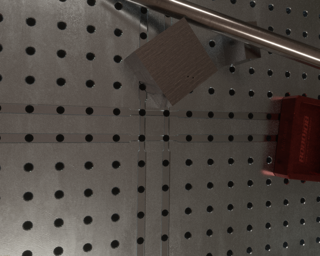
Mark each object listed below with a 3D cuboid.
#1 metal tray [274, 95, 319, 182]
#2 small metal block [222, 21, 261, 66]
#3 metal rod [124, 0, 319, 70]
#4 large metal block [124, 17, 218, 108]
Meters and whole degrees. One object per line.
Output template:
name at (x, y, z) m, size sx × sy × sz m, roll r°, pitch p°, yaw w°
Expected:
metal tray at (0.237, 0.019, 0.499) m, size 0.091 × 0.030 × 0.129 m, roll 9°, pitch 87°, yaw -20°
small metal block at (0.115, -0.120, 0.443) m, size 0.025 × 0.050 × 0.050 m, roll -10°, pitch 94°, yaw -20°
metal rod at (0.075, -0.136, 0.400) m, size 0.302 × 0.025 × 0.025 m, roll 18°, pitch 84°, yaw -4°
large metal block at (0.014, -0.083, 0.405) m, size 0.080 × 0.050 × 0.080 m, roll -39°, pitch 103°, yaw -16°
